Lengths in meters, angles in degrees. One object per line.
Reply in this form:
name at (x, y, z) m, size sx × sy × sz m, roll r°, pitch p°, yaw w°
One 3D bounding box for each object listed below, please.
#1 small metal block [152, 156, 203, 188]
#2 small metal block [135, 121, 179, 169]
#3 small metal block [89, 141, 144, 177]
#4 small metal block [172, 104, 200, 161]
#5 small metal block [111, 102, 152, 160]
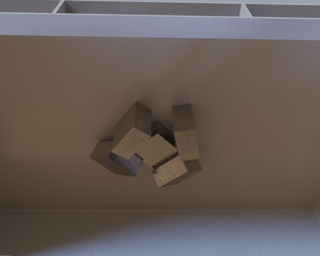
small metal block at (0.025, 0.061, 0.442) m, size 0.050 × 0.025 × 0.050 m, roll -34°, pitch 160°, yaw 24°
small metal block at (-0.005, 0.026, 0.428) m, size 0.050 × 0.025 × 0.050 m, roll -34°, pitch 123°, yaw 25°
small metal block at (-0.060, 0.043, 0.427) m, size 0.050 × 0.025 × 0.050 m, roll 41°, pitch 152°, yaw -30°
small metal block at (0.033, 0.006, 0.395) m, size 0.025 × 0.050 × 0.050 m, roll -9°, pitch 130°, yaw 6°
small metal block at (-0.035, 0.004, 0.392) m, size 0.025 × 0.050 × 0.050 m, roll 30°, pitch 124°, yaw -23°
